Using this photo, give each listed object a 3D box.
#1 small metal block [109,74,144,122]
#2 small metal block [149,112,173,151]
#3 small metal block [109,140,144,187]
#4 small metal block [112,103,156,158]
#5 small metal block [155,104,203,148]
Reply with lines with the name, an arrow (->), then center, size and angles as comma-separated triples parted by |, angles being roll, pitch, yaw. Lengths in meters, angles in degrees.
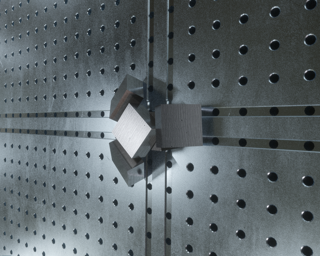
small metal block -> -0.047, -0.040, 0.433 | 0.050, 0.025, 0.050 | -54, 23, 26
small metal block -> -0.010, 0.003, 0.419 | 0.050, 0.025, 0.050 | 2, 94, 40
small metal block -> -0.046, 0.046, 0.432 | 0.050, 0.025, 0.050 | 53, 158, 27
small metal block -> -0.029, 0.003, 0.402 | 0.050, 0.025, 0.050 | 49, 118, 28
small metal block -> 0.022, -0.002, 0.372 | 0.025, 0.050, 0.050 | 172, 96, -72
